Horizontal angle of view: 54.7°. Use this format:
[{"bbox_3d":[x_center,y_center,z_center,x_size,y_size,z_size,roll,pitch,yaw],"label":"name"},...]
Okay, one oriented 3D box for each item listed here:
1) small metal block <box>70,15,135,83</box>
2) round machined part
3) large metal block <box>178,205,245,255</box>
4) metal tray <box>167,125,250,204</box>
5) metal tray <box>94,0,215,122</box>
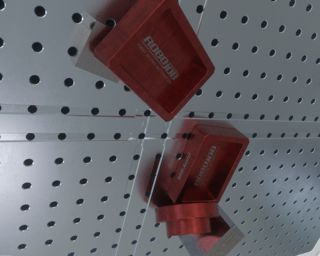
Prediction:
[{"bbox_3d":[-0.059,-0.082,0.328,0.050,0.025,0.050,19,108,-36],"label":"small metal block"},{"bbox_3d":[0.043,0.142,0.476,0.099,0.042,0.098,-5,161,-1],"label":"round machined part"},{"bbox_3d":[0.081,0.177,0.529,0.080,0.080,0.050,-48,129,5],"label":"large metal block"},{"bbox_3d":[0.074,0.062,0.486,0.091,0.030,0.129,7,115,-32],"label":"metal tray"},{"bbox_3d":[0.002,-0.072,0.340,0.090,0.030,0.130,-48,142,0],"label":"metal tray"}]
